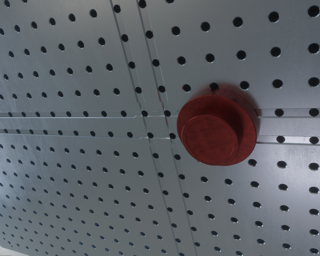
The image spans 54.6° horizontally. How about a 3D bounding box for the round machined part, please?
[{"bbox_3d":[0.065,0.006,0.370,0.098,0.042,0.097,13,124,21],"label":"round machined part"}]
